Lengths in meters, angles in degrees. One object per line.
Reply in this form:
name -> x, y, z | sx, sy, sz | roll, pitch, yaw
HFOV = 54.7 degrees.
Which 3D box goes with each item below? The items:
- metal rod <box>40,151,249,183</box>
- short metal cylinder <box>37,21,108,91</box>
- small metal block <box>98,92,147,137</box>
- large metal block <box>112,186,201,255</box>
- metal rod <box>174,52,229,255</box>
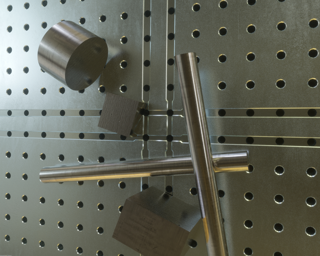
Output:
metal rod -> -0.035, 0.056, 0.424 | 0.301, 0.025, 0.025 | -7, 88, 19
short metal cylinder -> -0.117, -0.098, 0.425 | 0.050, 0.080, 0.080 | 33, 101, 17
small metal block -> -0.053, -0.019, 0.431 | 0.050, 0.025, 0.050 | 18, 96, 19
large metal block -> 0.002, 0.119, 0.383 | 0.080, 0.080, 0.050 | 23, 98, 18
metal rod -> 0.054, 0.063, 0.368 | 0.025, 0.025, 0.298 | -8, 97, 20
